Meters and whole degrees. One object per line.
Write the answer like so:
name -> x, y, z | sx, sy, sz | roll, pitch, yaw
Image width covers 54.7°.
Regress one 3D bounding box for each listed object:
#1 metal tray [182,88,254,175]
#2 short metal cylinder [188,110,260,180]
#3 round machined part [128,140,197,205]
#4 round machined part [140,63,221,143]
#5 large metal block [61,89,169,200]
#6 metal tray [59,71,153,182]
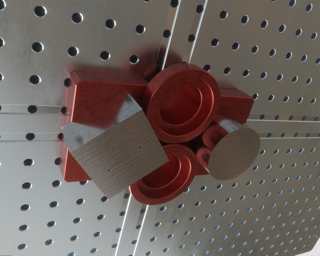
metal tray -> 0.073, 0.008, 0.450 | 0.091, 0.030, 0.129 | 1, 118, -29
short metal cylinder -> 0.086, 0.023, 0.416 | 0.081, 0.050, 0.079 | -14, 124, -21
round machined part -> -0.002, 0.053, 0.420 | 0.099, 0.042, 0.097 | -14, 124, -21
round machined part -> 0.021, -0.033, 0.379 | 0.099, 0.042, 0.097 | -14, 124, -21
large metal block -> -0.048, 0.018, 0.341 | 0.080, 0.050, 0.080 | -32, 129, -7
metal tray -> -0.066, 0.001, 0.372 | 0.091, 0.030, 0.129 | 0, 119, -30
